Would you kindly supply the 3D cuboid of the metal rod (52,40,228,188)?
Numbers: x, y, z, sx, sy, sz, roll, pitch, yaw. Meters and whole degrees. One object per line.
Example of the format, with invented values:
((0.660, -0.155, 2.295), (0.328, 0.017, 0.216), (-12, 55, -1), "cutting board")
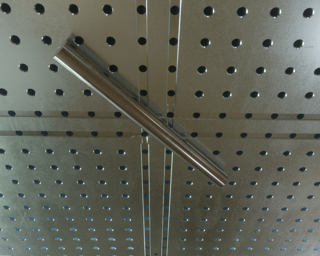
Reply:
((-0.007, -0.002, 0.410), (0.025, 0.025, 0.301), (-35, 122, 26), "metal rod")
